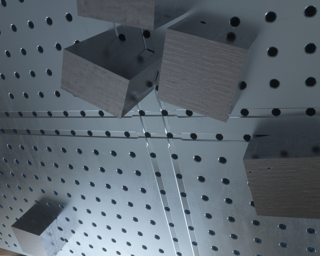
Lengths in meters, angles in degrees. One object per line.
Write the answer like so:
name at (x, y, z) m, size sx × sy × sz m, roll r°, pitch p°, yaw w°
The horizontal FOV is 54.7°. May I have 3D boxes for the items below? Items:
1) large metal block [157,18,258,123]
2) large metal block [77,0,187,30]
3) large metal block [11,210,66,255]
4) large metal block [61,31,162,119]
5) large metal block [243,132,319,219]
large metal block at (0.048, -0.063, 0.330) m, size 0.080 × 0.050 × 0.079 m, roll 20°, pitch 126°, yaw 16°
large metal block at (-0.024, -0.137, 0.303) m, size 0.080 × 0.080 × 0.050 m, roll 17°, pitch 125°, yaw 18°
large metal block at (-0.264, 0.235, 0.676) m, size 0.080 × 0.050 × 0.079 m, roll 7°, pitch 122°, yaw 24°
large metal block at (-0.056, -0.066, 0.363) m, size 0.080 × 0.080 × 0.050 m, roll 27°, pitch 128°, yaw 11°
large metal block at (0.147, 0.054, 0.350) m, size 0.080 × 0.050 × 0.080 m, roll -6°, pitch 116°, yaw 30°
